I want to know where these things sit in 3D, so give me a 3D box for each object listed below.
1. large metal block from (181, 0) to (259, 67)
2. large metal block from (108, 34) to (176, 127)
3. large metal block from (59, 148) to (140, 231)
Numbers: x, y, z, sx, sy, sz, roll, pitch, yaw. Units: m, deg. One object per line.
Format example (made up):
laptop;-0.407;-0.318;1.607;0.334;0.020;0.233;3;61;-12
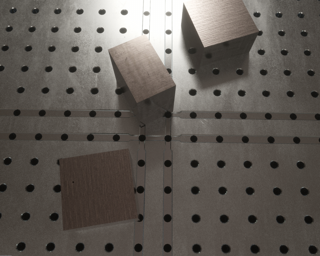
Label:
large metal block;0.084;-0.146;0.453;0.081;0.050;0.080;-18;71;-7
large metal block;-0.022;-0.059;0.404;0.050;0.080;0.080;-26;72;-9
large metal block;-0.070;0.075;0.370;0.081;0.050;0.080;-9;70;-4
